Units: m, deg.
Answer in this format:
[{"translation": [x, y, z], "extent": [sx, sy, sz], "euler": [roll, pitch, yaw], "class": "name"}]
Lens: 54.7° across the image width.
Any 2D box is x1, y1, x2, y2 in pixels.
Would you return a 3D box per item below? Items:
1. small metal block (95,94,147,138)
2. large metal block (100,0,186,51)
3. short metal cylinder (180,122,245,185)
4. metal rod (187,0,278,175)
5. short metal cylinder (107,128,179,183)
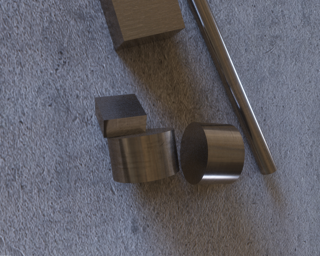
[{"translation": [-0.048, -0.016, 0.375], "extent": [0.050, 0.050, 0.025], "euler": [-8, 128, -20], "class": "small metal block"}, {"translation": [-0.025, -0.149, 0.386], "extent": [0.081, 0.050, 0.080], "euler": [-19, 97, -19], "class": "large metal block"}, {"translation": [0.065, 0.033, 0.404], "extent": [0.050, 0.080, 0.080], "euler": [3, 89, -20], "class": "short metal cylinder"}, {"translation": [0.102, -0.068, 0.446], "extent": [0.025, 0.025, 0.299], "euler": [-28, 100, -18], "class": "metal rod"}, {"translation": [-0.020, 0.030, 0.372], "extent": [0.081, 0.080, 0.050], "euler": [-9, 95, -20], "class": "short metal cylinder"}]
